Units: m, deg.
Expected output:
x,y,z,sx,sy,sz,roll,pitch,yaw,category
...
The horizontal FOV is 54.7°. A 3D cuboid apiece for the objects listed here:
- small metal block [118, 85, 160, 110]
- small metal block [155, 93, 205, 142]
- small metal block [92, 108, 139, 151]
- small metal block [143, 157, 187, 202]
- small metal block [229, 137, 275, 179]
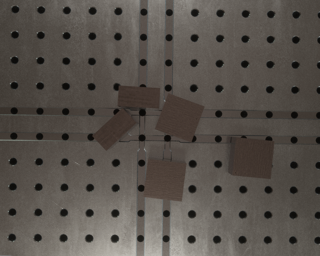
x,y,z,sx,sy,sz,roll,pitch,yaw,category
-0.026,-0.038,0.401,0.050,0.050,0.025,4,90,-1,small metal block
0.026,-0.013,0.414,0.050,0.025,0.050,20,90,-1,small metal block
-0.055,0.002,0.400,0.050,0.050,0.025,-43,91,0,small metal block
0.006,0.068,0.414,0.050,0.025,0.050,7,90,-1,small metal block
0.122,0.039,0.415,0.050,0.025,0.050,6,90,-1,small metal block
